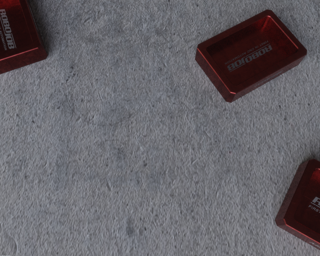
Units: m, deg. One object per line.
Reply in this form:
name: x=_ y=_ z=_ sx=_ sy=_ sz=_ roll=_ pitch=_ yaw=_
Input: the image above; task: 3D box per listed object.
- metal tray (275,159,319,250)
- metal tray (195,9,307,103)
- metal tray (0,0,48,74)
metal tray: x=0.217 y=0.107 z=0.367 sx=0.130 sy=0.030 sz=0.090 roll=29 pitch=72 yaw=10
metal tray: x=0.128 y=-0.105 z=0.444 sx=0.131 sy=0.030 sz=0.090 roll=-29 pitch=73 yaw=-10
metal tray: x=-0.231 y=-0.148 z=0.457 sx=0.091 sy=0.030 sz=0.130 roll=-21 pitch=71 yaw=-8
